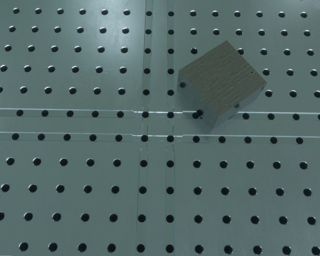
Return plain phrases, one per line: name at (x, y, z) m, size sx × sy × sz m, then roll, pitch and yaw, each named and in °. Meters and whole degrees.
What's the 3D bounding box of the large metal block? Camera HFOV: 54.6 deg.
large metal block at (0.080, -0.057, 0.420) m, size 0.080 × 0.050 × 0.080 m, roll -34°, pitch 74°, yaw -12°
